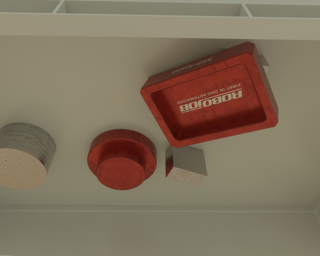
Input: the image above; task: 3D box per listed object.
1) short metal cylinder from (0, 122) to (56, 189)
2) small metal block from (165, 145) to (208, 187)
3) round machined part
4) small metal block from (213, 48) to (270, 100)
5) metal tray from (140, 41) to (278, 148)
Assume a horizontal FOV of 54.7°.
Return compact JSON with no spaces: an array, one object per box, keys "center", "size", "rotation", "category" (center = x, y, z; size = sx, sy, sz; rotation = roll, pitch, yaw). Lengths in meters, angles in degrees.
[{"center":[-0.190,0.039,0.423],"size":[0.081,0.050,0.079],"rotation":[0,130,0],"category":"short metal cylinder"},{"center":[0.036,0.050,0.436],"size":[0.050,0.050,0.025],"rotation":[17,128,-15],"category":"small metal block"},{"center":[-0.054,0.052,0.441],"size":[0.099,0.042,0.097],"rotation":[-1,130,0],"category":"round machined part"},{"center":[0.090,-0.060,0.359],"size":[0.050,0.025,0.050],"rotation":[8,130,-8],"category":"small metal block"},{"center":[0.055,-0.031,0.349],"size":[0.130,0.030,0.090],"rotation":[-15,119,29],"category":"metal tray"}]
